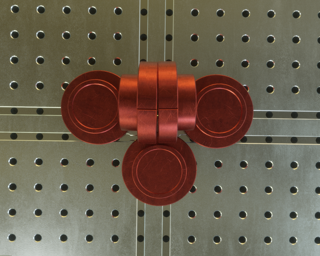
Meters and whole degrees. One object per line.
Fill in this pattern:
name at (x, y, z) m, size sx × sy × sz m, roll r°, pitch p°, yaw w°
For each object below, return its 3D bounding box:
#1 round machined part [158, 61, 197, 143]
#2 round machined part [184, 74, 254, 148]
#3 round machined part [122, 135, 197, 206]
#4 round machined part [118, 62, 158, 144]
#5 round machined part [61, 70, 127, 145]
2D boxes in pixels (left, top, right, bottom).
round machined part at (0.019, -0.031, 0.372) m, size 0.042 × 0.098 × 0.097 m, roll -1°, pitch 90°, yaw 0°
round machined part at (0.074, -0.022, 0.405) m, size 0.099 × 0.042 × 0.097 m, roll 0°, pitch 90°, yaw -1°
round machined part at (-0.001, 0.054, 0.405) m, size 0.099 × 0.042 × 0.097 m, roll 0°, pitch 90°, yaw -1°
round machined part at (-0.025, -0.030, 0.370) m, size 0.042 × 0.098 × 0.097 m, roll 1°, pitch 90°, yaw 0°
round machined part at (-0.080, -0.027, 0.404) m, size 0.099 × 0.042 × 0.097 m, roll 0°, pitch 90°, yaw -1°
